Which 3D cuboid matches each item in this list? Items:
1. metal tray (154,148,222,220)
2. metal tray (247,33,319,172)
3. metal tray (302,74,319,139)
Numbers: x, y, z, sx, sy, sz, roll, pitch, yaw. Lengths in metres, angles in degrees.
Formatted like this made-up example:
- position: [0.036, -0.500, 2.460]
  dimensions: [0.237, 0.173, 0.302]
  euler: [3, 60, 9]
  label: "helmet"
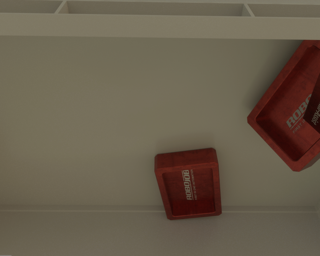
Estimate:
- position: [0.047, 0.091, 0.483]
  dimensions: [0.090, 0.030, 0.129]
  euler: [-8, 130, 6]
  label: "metal tray"
- position: [0.165, -0.025, 0.341]
  dimensions: [0.030, 0.090, 0.129]
  euler: [-11, 142, -36]
  label: "metal tray"
- position: [0.199, -0.040, 0.319]
  dimensions: [0.090, 0.030, 0.130]
  euler: [-35, 152, -2]
  label: "metal tray"
